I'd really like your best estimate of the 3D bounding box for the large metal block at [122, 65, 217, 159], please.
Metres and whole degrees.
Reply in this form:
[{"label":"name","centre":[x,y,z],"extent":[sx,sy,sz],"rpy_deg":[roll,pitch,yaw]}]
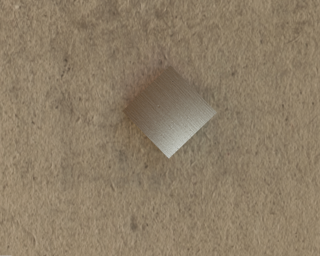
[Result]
[{"label":"large metal block","centre":[0.012,-0.020,0.398],"extent":[0.080,0.050,0.080],"rpy_deg":[-44,90,0]}]
